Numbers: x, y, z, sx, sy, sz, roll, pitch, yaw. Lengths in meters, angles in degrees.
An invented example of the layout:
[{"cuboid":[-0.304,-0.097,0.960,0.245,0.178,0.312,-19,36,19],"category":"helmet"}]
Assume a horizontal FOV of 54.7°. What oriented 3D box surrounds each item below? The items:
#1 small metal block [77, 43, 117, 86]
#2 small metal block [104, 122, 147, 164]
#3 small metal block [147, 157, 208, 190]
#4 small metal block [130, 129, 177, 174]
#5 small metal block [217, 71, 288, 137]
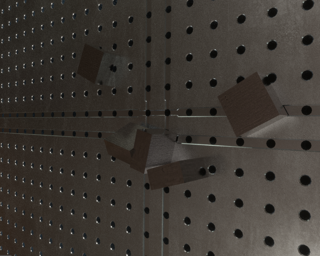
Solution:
[{"cuboid":[-0.101,-0.100,0.490,0.050,0.025,0.050,32,109,35],"category":"small metal block"},{"cuboid":[-0.038,0.020,0.418,0.050,0.050,0.025,19,132,38],"category":"small metal block"},{"cuboid":[0.021,0.055,0.374,0.050,0.050,0.025,-21,77,38],"category":"small metal block"},{"cuboid":[-0.008,0.028,0.398,0.025,0.050,0.050,19,102,38],"category":"small metal block"},{"cuboid":[0.097,-0.024,0.328,0.050,0.025,0.050,-33,70,34],"category":"small metal block"}]
